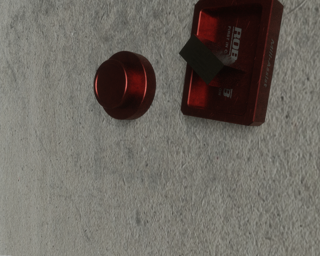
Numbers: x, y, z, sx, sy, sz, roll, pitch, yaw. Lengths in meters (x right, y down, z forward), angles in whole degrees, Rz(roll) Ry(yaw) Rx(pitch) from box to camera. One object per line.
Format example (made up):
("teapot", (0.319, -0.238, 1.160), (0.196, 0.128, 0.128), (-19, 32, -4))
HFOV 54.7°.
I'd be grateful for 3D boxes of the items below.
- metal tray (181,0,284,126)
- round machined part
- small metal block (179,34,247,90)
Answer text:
("metal tray", (0.075, -0.072, 0.338), (0.090, 0.030, 0.129), (12, 98, 39))
("round machined part", (-0.056, -0.060, 0.438), (0.098, 0.042, 0.097), (0, 90, 39))
("small metal block", (0.056, -0.068, 0.324), (0.025, 0.050, 0.050), (-51, 60, 28))
